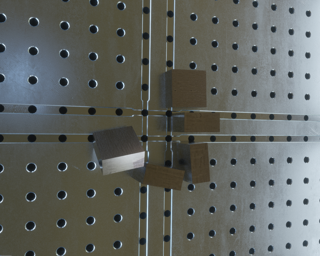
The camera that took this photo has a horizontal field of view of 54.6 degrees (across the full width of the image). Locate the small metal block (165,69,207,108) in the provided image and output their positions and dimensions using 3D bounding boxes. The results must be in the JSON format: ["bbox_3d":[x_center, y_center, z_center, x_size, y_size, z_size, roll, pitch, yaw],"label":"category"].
[{"bbox_3d":[0.035,-0.053,0.425,0.050,0.025,0.050,-1,91,-20],"label":"small metal block"}]

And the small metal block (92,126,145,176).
[{"bbox_3d":[-0.051,0.026,0.378,0.050,0.050,0.025,-11,131,-20],"label":"small metal block"}]

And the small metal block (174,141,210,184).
[{"bbox_3d":[0.042,0.044,0.415,0.025,0.050,0.050,-5,92,-20],"label":"small metal block"}]

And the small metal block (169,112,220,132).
[{"bbox_3d":[0.045,-0.007,0.416,0.050,0.050,0.025,0,90,-20],"label":"small metal block"}]

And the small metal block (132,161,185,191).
[{"bbox_3d":[-0.003,0.059,0.398,0.050,0.050,0.025,14,86,-20],"label":"small metal block"}]
